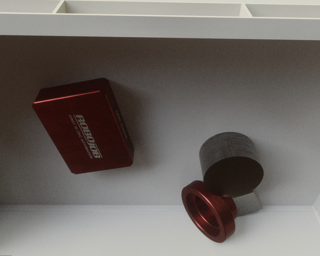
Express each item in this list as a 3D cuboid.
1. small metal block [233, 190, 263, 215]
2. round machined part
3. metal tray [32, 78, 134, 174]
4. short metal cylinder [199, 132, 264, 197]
[{"bbox_3d":[0.135,0.117,0.511,0.050,0.025,0.050,-23,127,18],"label":"small metal block"},{"bbox_3d":[0.081,0.124,0.481,0.042,0.098,0.097,-29,136,-25],"label":"round machined part"},{"bbox_3d":[-0.094,0.003,0.407,0.090,0.030,0.129,-9,130,7],"label":"metal tray"},{"bbox_3d":[0.098,0.052,0.436,0.081,0.050,0.079,-1,128,-1],"label":"short metal cylinder"}]
